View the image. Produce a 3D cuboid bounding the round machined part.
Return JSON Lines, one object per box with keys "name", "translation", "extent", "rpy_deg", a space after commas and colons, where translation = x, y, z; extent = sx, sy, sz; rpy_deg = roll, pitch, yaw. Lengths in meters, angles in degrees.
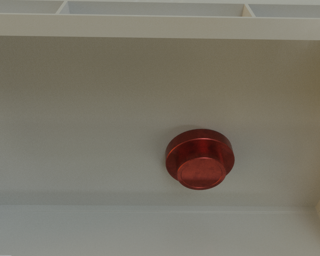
{"name": "round machined part", "translation": [0.057, 0.051, 0.442], "extent": [0.099, 0.042, 0.097], "rpy_deg": [0, 130, 0]}
